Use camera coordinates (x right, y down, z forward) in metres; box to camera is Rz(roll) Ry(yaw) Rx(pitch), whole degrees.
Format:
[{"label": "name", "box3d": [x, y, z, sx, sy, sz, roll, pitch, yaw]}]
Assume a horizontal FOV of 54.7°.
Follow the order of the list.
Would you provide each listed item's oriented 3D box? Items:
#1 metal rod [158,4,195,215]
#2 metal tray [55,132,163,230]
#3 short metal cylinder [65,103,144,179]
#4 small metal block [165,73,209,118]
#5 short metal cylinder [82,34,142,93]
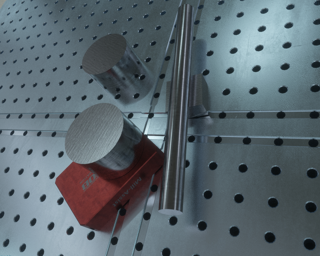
[{"label": "metal rod", "box3d": [0.025, -0.044, 0.390, 0.025, 0.025, 0.299, -8, 58, 24]}, {"label": "metal tray", "box3d": [-0.066, 0.055, 0.406, 0.130, 0.030, 0.090, -46, 51, -4]}, {"label": "short metal cylinder", "box3d": [-0.067, 0.016, 0.378, 0.080, 0.050, 0.080, -13, 56, 21]}, {"label": "small metal block", "box3d": [0.036, -0.041, 0.414, 0.050, 0.025, 0.050, -11, 57, 22]}, {"label": "short metal cylinder", "box3d": [-0.076, -0.103, 0.495, 0.080, 0.050, 0.080, -13, 56, 21]}]
